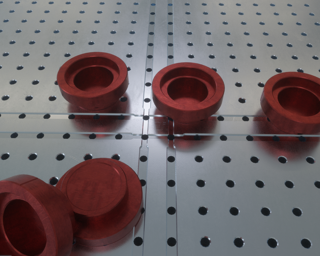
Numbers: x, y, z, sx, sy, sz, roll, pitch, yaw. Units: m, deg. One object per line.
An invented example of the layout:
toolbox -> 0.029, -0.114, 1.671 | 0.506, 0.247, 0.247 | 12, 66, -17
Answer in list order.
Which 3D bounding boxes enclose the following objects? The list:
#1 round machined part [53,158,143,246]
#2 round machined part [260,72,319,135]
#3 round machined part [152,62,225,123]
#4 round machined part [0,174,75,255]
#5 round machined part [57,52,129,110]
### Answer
round machined part -> -0.068, 0.072, 0.336 | 0.099, 0.042, 0.098 | 0, 50, 0
round machined part -> 0.186, -0.029, 0.422 | 0.099, 0.042, 0.098 | 0, 50, 0
round machined part -> 0.038, -0.045, 0.435 | 0.099, 0.042, 0.098 | 0, 50, 0
round machined part -> -0.122, 0.091, 0.296 | 0.098, 0.097, 0.042 | 25, 18, 19
round machined part -> -0.095, -0.064, 0.450 | 0.099, 0.042, 0.098 | 0, 50, 0
